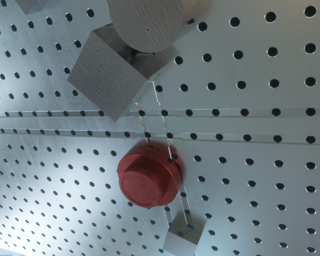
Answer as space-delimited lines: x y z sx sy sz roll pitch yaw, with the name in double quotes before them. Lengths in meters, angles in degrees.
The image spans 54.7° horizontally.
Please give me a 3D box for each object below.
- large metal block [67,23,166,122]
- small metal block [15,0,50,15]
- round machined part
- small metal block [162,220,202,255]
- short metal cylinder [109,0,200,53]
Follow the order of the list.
"large metal block" -0.054 -0.068 0.380 0.080 0.050 0.080 41 129 -1
"small metal block" -0.162 -0.178 0.384 0.050 0.025 0.050 -26 105 36
"round machined part" -0.021 0.079 0.459 0.098 0.042 0.097 13 124 20
"small metal block" 0.036 0.185 0.506 0.050 0.025 0.050 22 127 14
"short metal cylinder" -0.005 -0.124 0.320 0.080 0.050 0.079 13 124 20
